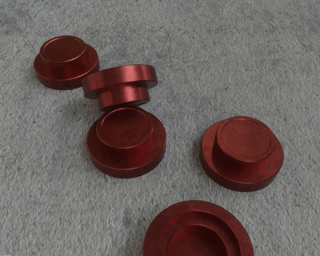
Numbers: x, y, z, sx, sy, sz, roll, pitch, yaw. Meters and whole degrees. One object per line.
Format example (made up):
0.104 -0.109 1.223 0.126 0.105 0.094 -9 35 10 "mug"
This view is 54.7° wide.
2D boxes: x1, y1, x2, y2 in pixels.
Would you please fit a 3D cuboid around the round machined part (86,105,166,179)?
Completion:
-0.042 0.010 0.384 0.099 0.042 0.098 0 50 0 "round machined part"

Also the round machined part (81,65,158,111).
-0.050 -0.049 0.409 0.099 0.098 0.042 -11 88 -10 "round machined part"

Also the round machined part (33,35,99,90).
-0.146 -0.107 0.481 0.099 0.042 0.098 0 50 0 "round machined part"

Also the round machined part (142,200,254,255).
0.034 0.121 0.290 0.099 0.042 0.098 0 50 0 "round machined part"

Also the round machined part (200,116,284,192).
0.099 0.024 0.373 0.099 0.042 0.098 0 50 0 "round machined part"
